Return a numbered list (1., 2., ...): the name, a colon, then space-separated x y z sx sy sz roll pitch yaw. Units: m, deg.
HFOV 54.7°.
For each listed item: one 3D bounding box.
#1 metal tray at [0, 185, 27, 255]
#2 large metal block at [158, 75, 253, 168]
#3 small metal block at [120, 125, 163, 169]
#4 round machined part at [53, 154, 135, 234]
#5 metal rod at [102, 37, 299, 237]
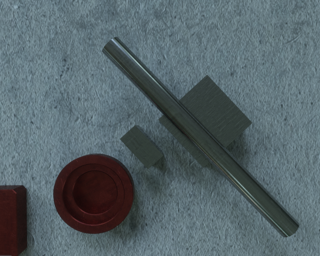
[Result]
1. metal tray: -0.246 0.123 0.405 0.131 0.030 0.089 -1 90 0
2. large metal block: 0.055 -0.008 0.398 0.080 0.050 0.080 -43 90 0
3. small metal block: -0.022 0.023 0.397 0.025 0.050 0.050 -43 90 0
4. round machined part: -0.082 0.082 0.401 0.099 0.042 0.097 0 90 0
5. metal rod: 0.047 0.011 0.360 0.025 0.025 0.300 -44 90 0
